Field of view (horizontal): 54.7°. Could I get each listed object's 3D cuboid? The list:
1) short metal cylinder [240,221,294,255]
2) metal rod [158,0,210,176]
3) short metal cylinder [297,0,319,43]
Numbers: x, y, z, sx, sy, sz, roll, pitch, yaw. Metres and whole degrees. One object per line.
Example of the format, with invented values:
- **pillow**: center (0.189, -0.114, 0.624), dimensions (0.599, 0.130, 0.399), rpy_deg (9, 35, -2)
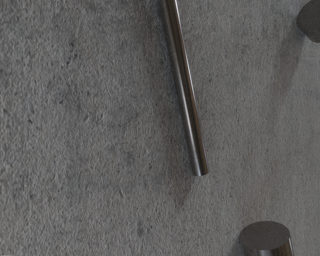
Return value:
- **short metal cylinder**: center (0.180, 0.201, 0.520), dimensions (0.081, 0.080, 0.050), rpy_deg (-25, 106, -37)
- **metal rod**: center (0.030, -0.078, 0.429), dimensions (0.025, 0.025, 0.298), rpy_deg (-20, 103, -38)
- **short metal cylinder**: center (0.339, -0.228, 0.653), dimensions (0.050, 0.080, 0.080), rpy_deg (23, 76, -38)
